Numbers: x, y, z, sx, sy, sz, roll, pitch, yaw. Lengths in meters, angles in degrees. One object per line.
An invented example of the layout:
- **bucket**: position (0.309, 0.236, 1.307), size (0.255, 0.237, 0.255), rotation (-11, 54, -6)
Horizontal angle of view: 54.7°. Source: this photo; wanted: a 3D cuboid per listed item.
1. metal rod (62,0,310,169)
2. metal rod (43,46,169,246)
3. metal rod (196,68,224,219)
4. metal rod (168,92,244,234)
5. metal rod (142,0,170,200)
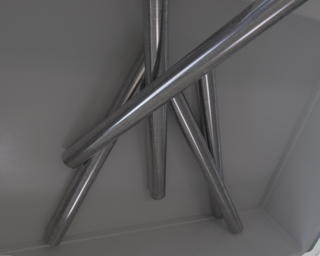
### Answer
- **metal rod**: position (0.000, -0.035, 0.303), size (0.299, 0.025, 0.025), rotation (-34, 135, 29)
- **metal rod**: position (-0.074, 0.027, 0.384), size (0.025, 0.025, 0.298), rotation (20, 108, -36)
- **metal rod**: position (0.082, 0.037, 0.476), size (0.025, 0.025, 0.298), rotation (-23, 127, -14)
- **metal rod**: position (0.073, 0.062, 0.463), size (0.025, 0.025, 0.299), rotation (-33, 122, -7)
- **metal rod**: position (-0.004, -0.015, 0.372), size (0.025, 0.025, 0.298), rotation (-17, 133, -19)
